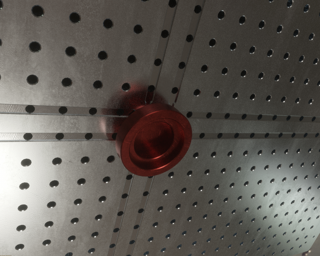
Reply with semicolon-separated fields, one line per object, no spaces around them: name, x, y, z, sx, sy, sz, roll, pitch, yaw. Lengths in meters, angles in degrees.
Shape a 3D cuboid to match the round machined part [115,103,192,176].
round machined part;-0.011;0.012;0.403;0.099;0.042;0.097;-14;125;-21
